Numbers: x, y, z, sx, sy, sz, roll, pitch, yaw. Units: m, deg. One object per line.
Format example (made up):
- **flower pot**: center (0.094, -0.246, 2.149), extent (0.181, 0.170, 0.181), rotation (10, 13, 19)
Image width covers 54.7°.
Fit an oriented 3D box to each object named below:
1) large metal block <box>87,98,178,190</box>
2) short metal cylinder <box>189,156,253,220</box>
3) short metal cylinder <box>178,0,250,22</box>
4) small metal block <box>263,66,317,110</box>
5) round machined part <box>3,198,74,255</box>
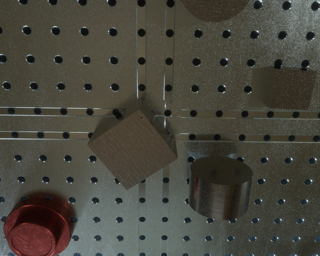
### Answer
- **large metal block**: center (-0.034, 0.021, 0.407), extent (0.080, 0.050, 0.080), rotation (-34, 107, 11)
- **short metal cylinder**: center (0.080, 0.077, 0.414), extent (0.081, 0.080, 0.050), rotation (1, 110, -1)
- **short metal cylinder**: center (0.058, -0.160, 0.342), extent (0.081, 0.050, 0.079), rotation (0, 110, -1)
- **small metal block**: center (0.165, -0.051, 0.397), extent (0.050, 0.025, 0.050), rotation (3, 110, -2)
- **round machined part**: center (-0.183, 0.156, 0.459), extent (0.099, 0.042, 0.097), rotation (0, 110, -1)
